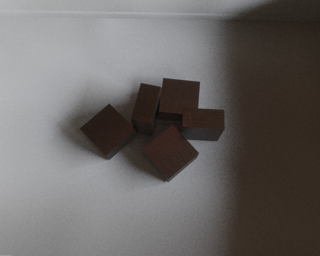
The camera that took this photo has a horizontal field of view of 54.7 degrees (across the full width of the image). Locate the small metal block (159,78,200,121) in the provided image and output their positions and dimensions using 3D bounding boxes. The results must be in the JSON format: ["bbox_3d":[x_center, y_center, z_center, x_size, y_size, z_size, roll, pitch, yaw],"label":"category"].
[{"bbox_3d":[0.026,-0.038,0.422,0.050,0.025,0.050,6,70,2],"label":"small metal block"}]

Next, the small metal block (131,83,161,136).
[{"bbox_3d":[-0.017,-0.023,0.402,0.025,0.050,0.050,12,71,4],"label":"small metal block"}]

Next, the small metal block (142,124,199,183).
[{"bbox_3d":[0.013,0.033,0.395,0.050,0.025,0.050,-39,75,-13],"label":"small metal block"}]

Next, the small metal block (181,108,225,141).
[{"bbox_3d":[0.052,-0.003,0.396,0.050,0.050,0.025,3,70,1],"label":"small metal block"}]

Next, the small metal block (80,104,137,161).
[{"bbox_3d":[-0.067,0.005,0.405,0.050,0.025,0.050,-43,76,-14],"label":"small metal block"}]
